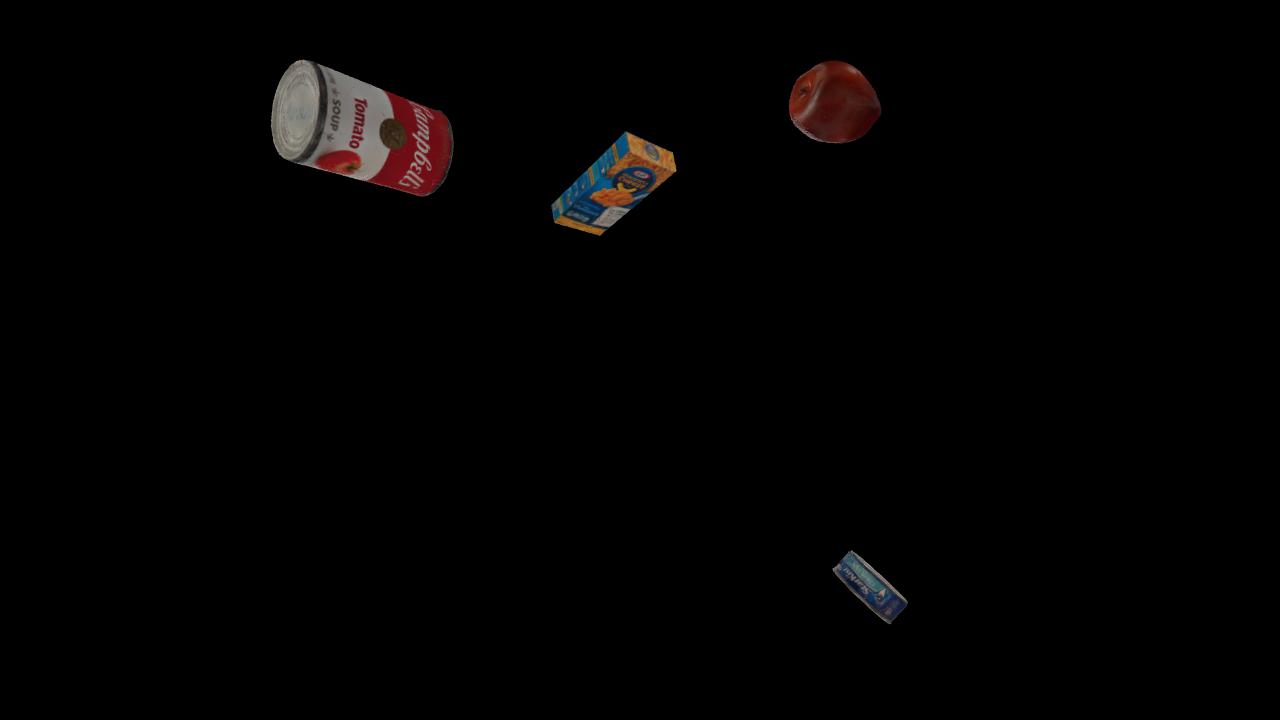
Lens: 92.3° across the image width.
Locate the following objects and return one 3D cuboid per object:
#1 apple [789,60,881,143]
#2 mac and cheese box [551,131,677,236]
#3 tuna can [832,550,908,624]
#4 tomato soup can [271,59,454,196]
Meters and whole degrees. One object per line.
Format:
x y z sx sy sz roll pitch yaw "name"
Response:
0.200 -0.264 0.636 0.093 0.079 0.079 9 -4 -24 "apple"
-0.042 -0.255 0.916 0.093 0.041 0.184 9 -28 -41 "mac and cheese box"
0.271 0.266 0.723 0.084 0.034 0.084 42 3 -2 "tuna can"
-0.196 -0.162 0.440 0.068 0.068 0.101 0 -1 36 "tomato soup can"
